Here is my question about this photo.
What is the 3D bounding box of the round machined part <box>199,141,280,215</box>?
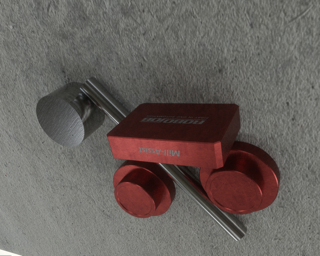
[{"bbox_3d":[0.096,0.069,0.387,0.098,0.042,0.097,13,124,20],"label":"round machined part"}]

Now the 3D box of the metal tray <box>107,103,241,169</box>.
[{"bbox_3d":[0.018,0.003,0.356,0.130,0.090,0.030,3,120,26],"label":"metal tray"}]

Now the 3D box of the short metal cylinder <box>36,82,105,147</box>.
[{"bbox_3d":[-0.127,-0.020,0.443,0.080,0.050,0.079,13,124,20],"label":"short metal cylinder"}]

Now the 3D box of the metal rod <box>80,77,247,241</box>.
[{"bbox_3d":[0.007,0.044,0.429,0.300,0.025,0.025,45,129,-4],"label":"metal rod"}]

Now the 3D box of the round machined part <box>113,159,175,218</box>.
[{"bbox_3d":[-0.030,0.097,0.470,0.098,0.042,0.097,13,124,20],"label":"round machined part"}]
